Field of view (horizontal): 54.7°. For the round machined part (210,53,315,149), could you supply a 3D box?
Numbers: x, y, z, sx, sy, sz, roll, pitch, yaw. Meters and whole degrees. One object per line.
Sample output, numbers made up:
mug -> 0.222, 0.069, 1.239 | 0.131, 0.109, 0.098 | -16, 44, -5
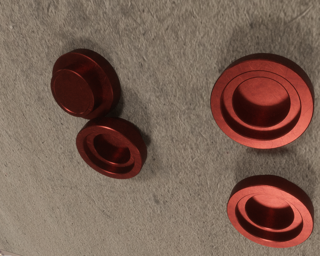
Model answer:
round machined part -> 0.106, -0.030, 0.321 | 0.098, 0.042, 0.097 | 13, 124, 20

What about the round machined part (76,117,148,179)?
round machined part -> -0.063, 0.023, 0.435 | 0.098, 0.042, 0.097 | 12, 131, 14

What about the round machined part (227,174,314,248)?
round machined part -> 0.136, 0.097, 0.384 | 0.098, 0.042, 0.097 | 13, 124, 20

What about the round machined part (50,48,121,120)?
round machined part -> -0.106, -0.053, 0.417 | 0.098, 0.042, 0.097 | 13, 124, 20
